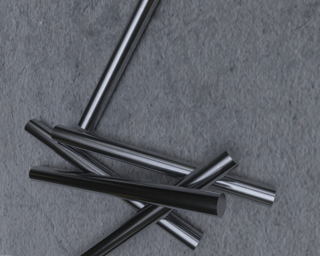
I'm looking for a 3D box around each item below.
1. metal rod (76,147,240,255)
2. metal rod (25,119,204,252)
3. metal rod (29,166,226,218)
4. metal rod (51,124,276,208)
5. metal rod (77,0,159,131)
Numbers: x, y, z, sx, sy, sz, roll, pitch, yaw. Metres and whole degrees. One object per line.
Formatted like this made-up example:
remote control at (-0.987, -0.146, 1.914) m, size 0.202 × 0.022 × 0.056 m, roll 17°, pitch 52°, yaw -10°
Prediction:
metal rod at (-0.029, 0.121, 0.391) m, size 0.299 × 0.025 × 0.025 m, roll -39°, pitch 78°, yaw 18°
metal rod at (-0.075, 0.071, 0.434) m, size 0.300 × 0.025 × 0.025 m, roll 31°, pitch 100°, yaw 17°
metal rod at (-0.064, 0.074, 0.394) m, size 0.300 × 0.025 × 0.025 m, roll 2°, pitch 91°, yaw 33°
metal rod at (-0.008, 0.044, 0.403) m, size 0.301 × 0.025 × 0.025 m, roll 15°, pitch 95°, yaw 16°
metal rod at (-0.037, -0.131, 0.420) m, size 0.025 × 0.025 × 0.299 m, roll 31°, pitch 100°, yaw 17°
